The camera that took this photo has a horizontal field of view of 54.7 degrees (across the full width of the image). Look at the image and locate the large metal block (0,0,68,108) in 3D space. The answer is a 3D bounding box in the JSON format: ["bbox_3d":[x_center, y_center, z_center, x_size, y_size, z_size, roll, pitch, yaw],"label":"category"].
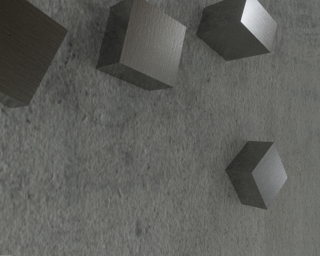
[{"bbox_3d":[-0.142,-0.072,0.270,0.080,0.050,0.080,33,70,-36],"label":"large metal block"}]

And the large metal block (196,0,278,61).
[{"bbox_3d":[0.116,-0.149,0.469,0.080,0.080,0.050,28,73,-37],"label":"large metal block"}]

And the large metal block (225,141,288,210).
[{"bbox_3d":[0.168,0.079,0.533,0.080,0.050,0.080,-42,116,-32],"label":"large metal block"}]

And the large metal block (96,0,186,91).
[{"bbox_3d":[-0.021,-0.097,0.372,0.080,0.050,0.080,19,78,-39],"label":"large metal block"}]
